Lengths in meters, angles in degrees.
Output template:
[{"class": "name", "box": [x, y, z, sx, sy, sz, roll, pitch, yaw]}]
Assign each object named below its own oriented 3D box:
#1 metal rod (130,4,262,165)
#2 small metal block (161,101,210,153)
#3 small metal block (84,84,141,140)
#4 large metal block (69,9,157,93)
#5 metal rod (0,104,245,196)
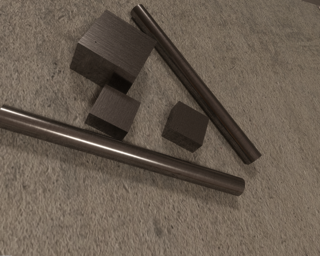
[{"class": "metal rod", "box": [0.050, -0.072, 0.476, 0.025, 0.025, 0.299, -29, 78, -38]}, {"class": "small metal block", "box": [0.036, -0.002, 0.426, 0.050, 0.025, 0.050, 29, 52, -11]}, {"class": "small metal block", "box": [-0.058, -0.019, 0.385, 0.050, 0.025, 0.050, 28, 52, -11]}, {"class": "large metal block", "box": [-0.061, -0.099, 0.417, 0.080, 0.050, 0.080, 30, 52, -9]}, {"class": "metal rod", "box": [-0.030, 0.033, 0.368, 0.302, 0.025, 0.025, 19, 54, -18]}]
